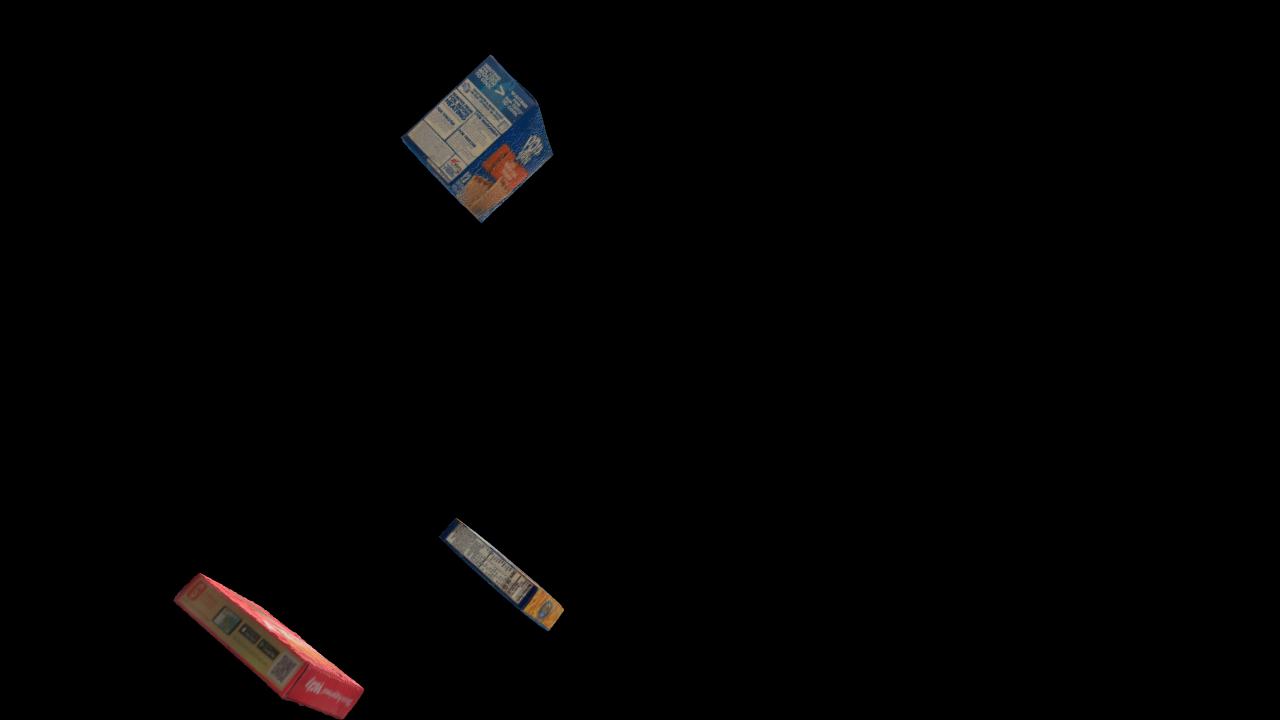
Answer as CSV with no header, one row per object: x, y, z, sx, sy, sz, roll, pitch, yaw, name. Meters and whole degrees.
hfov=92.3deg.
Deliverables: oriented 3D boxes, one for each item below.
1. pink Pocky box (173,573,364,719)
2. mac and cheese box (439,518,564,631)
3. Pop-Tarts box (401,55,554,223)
-0.306,0.236,0.508,0.155,0.029,0.084,19,-33,26,pink Pocky box
-0.194,0.296,0.855,0.184,0.041,0.093,25,-27,33,mac and cheese box
-0.191,-0.263,0.763,0.141,0.083,0.167,-44,1,-2,Pop-Tarts box
